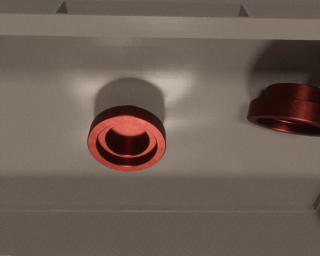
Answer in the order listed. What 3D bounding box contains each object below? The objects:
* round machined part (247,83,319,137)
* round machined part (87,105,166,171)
[{"bbox_3d":[0.155,-0.022,0.359,0.099,0.098,0.042,15,85,-13],"label":"round machined part"},{"bbox_3d":[-0.042,0.009,0.405,0.099,0.042,0.097,-1,130,0],"label":"round machined part"}]
